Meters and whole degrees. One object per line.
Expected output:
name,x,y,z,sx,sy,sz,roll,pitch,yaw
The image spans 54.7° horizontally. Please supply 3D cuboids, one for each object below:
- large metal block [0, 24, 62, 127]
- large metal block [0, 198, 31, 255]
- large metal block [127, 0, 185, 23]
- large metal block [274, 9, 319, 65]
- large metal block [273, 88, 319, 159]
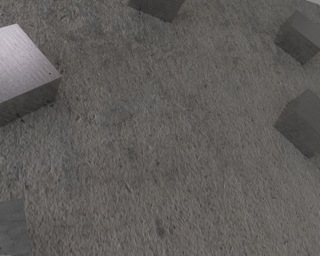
large metal block,-0.167,-0.055,0.331,0.080,0.050,0.081,49,51,6
large metal block,-0.146,0.096,0.232,0.081,0.080,0.050,-5,65,-31
large metal block,0.000,-0.233,0.510,0.081,0.080,0.050,16,56,-20
large metal block,0.303,-0.197,0.671,0.080,0.050,0.080,37,51,-4
large metal block,0.254,-0.008,0.529,0.080,0.050,0.080,44,51,2
